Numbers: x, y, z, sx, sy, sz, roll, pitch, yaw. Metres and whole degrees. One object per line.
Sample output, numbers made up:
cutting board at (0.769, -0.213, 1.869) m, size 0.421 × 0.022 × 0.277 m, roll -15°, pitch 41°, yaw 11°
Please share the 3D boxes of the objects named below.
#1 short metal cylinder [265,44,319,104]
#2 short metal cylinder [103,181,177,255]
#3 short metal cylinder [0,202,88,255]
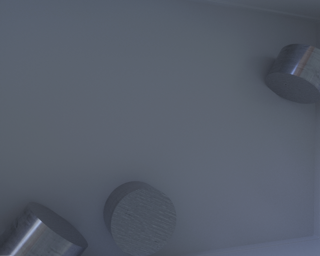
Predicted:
short metal cylinder at (0.205, -0.078, 0.457) m, size 0.080 × 0.080 × 0.050 m, roll 33°, pitch 79°, yaw -17°
short metal cylinder at (-0.026, 0.111, 0.388) m, size 0.081 × 0.050 × 0.080 m, roll 0°, pitch 90°, yaw -20°
short metal cylinder at (-0.126, 0.125, 0.335) m, size 0.080 × 0.080 × 0.050 m, roll 41°, pitch 77°, yaw -16°
